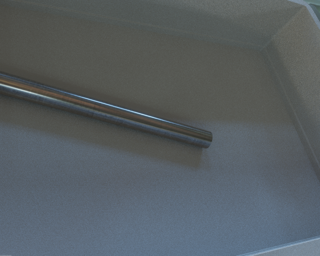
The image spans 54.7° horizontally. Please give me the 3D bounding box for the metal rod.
[{"bbox_3d":[-0.070,-0.021,0.381,0.302,0.025,0.025,15,56,-20],"label":"metal rod"}]
